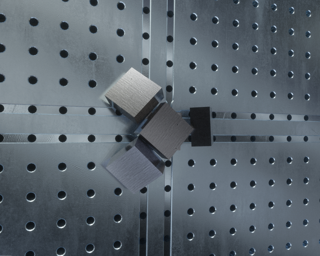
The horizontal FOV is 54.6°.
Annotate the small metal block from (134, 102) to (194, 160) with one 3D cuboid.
[{"bbox_3d":[0.005,0.004,0.387,0.050,0.025,0.050,43,76,-16],"label":"small metal block"}]

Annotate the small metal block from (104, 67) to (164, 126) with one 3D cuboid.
[{"bbox_3d":[-0.031,-0.040,0.388,0.050,0.025,0.050,36,75,20],"label":"small metal block"}]

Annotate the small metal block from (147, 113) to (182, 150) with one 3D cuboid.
[{"bbox_3d":[0.000,0.004,0.412,0.050,0.025,0.050,2,92,-20],"label":"small metal block"}]

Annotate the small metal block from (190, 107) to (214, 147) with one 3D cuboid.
[{"bbox_3d":[0.057,-0.002,0.417,0.025,0.050,0.050,-2,91,13],"label":"small metal block"}]

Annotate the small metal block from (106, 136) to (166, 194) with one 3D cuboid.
[{"bbox_3d":[-0.030,0.047,0.388,0.050,0.025,0.050,-38,105,22],"label":"small metal block"}]
